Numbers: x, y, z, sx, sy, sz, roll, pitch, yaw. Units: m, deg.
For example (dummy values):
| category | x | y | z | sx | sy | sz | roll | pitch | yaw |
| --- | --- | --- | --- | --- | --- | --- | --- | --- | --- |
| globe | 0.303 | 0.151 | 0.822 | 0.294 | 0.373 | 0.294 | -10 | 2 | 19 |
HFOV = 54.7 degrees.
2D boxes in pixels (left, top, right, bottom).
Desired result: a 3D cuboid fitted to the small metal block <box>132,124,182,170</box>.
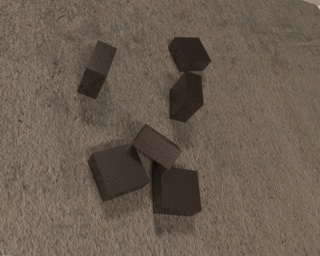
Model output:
| category | x | y | z | sx | sy | sz | roll | pitch | yaw |
| --- | --- | --- | --- | --- | --- | --- | --- | --- | --- |
| small metal block | -0.004 | 0.021 | 0.372 | 0.050 | 0.050 | 0.025 | 35 | 93 | -6 |

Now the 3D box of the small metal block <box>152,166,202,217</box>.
| category | x | y | z | sx | sy | sz | roll | pitch | yaw |
| --- | --- | --- | --- | --- | --- | --- | --- | --- | --- |
| small metal block | 0.019 | 0.076 | 0.369 | 0.050 | 0.025 | 0.050 | 11 | 57 | -22 |

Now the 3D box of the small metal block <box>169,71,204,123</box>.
| category | x | y | z | sx | sy | sz | roll | pitch | yaw |
| --- | --- | --- | --- | --- | --- | --- | --- | --- | --- |
| small metal block | 0.036 | -0.043 | 0.435 | 0.025 | 0.050 | 0.050 | 14 | 56 | -21 |

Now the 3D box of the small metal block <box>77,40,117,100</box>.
| category | x | y | z | sx | sy | sz | roll | pitch | yaw |
| --- | --- | --- | --- | --- | --- | --- | --- | --- | --- |
| small metal block | -0.080 | -0.073 | 0.390 | 0.025 | 0.050 | 0.050 | 22 | 53 | -16 |

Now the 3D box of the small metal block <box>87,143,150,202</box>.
| category | x | y | z | sx | sy | sz | roll | pitch | yaw |
| --- | --- | --- | --- | --- | --- | --- | --- | --- | --- |
| small metal block | -0.047 | 0.049 | 0.350 | 0.050 | 0.025 | 0.050 | -13 | 69 | -34 |

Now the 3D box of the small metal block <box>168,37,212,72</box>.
| category | x | y | z | sx | sy | sz | roll | pitch | yaw |
| --- | --- | --- | --- | --- | --- | --- | --- | --- | --- |
| small metal block | 0.048 | -0.120 | 0.505 | 0.050 | 0.025 | 0.050 | -10 | 67 | -33 |
